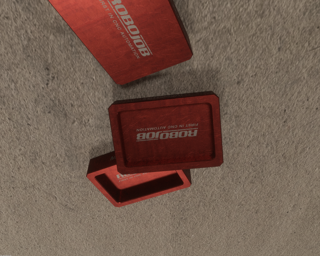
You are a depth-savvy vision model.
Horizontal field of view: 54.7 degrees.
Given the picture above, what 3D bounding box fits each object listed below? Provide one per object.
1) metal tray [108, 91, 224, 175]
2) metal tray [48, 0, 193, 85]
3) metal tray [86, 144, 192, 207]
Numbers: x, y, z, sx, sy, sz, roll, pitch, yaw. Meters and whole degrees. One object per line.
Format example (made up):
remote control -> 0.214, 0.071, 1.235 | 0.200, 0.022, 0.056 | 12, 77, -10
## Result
metal tray -> 0.009, 0.006, 0.384 | 0.131, 0.030, 0.089 | -6, 103, 4
metal tray -> -0.032, -0.103, 0.293 | 0.090, 0.030, 0.130 | -18, 144, 14
metal tray -> -0.030, 0.067, 0.460 | 0.130, 0.030, 0.090 | -20, 128, 15
